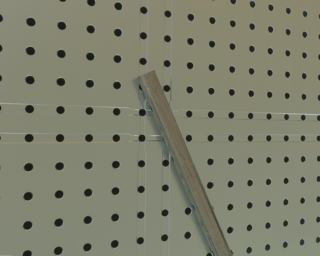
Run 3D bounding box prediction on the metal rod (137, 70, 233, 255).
[{"bbox_3d":[0.040,0.064,0.428,0.025,0.025,0.299,-26,99,-18],"label":"metal rod"}]
